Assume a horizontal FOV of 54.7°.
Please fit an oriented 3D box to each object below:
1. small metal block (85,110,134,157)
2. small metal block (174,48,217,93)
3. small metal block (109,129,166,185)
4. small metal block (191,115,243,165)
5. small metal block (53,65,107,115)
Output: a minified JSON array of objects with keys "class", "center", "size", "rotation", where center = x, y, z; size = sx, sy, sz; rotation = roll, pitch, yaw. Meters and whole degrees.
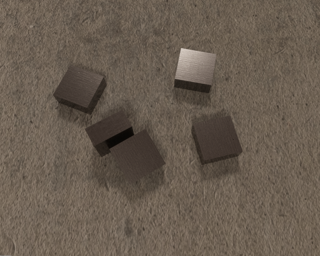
[{"class":"small metal block","center":[-0.061,0.008,0.391],"size":[0.050,0.050,0.025],"rotation":[-28,72,-10]},{"class":"small metal block","center":[0.050,-0.081,0.438],"size":[0.050,0.025,0.050],"rotation":[11,70,3]},{"class":"small metal block","center":[-0.029,0.036,0.388],"size":[0.050,0.025,0.050],"rotation":[-30,89,-11]},{"class":"small metal block","center":[0.073,0.016,0.403],"size":[0.050,0.025,0.050],"rotation":[-13,71,-5]},{"class":"small metal block","center":[-0.109,-0.052,0.426],"size":[0.050,0.025,0.050],"rotation":[21,71,7]}]
